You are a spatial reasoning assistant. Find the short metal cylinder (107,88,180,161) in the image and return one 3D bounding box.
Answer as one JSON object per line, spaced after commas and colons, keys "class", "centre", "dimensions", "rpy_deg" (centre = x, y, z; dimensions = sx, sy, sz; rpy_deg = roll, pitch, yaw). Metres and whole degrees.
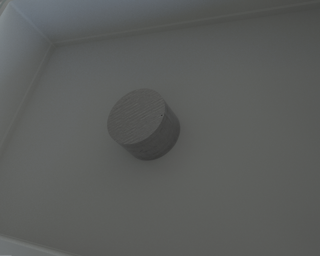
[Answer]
{"class": "short metal cylinder", "centre": [-0.020, -0.004, 0.402], "dimensions": [0.080, 0.050, 0.080], "rpy_deg": [-13, 56, 20]}
